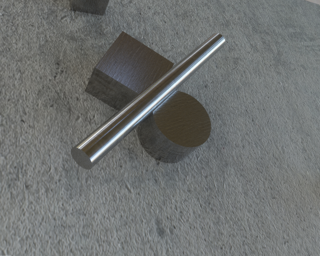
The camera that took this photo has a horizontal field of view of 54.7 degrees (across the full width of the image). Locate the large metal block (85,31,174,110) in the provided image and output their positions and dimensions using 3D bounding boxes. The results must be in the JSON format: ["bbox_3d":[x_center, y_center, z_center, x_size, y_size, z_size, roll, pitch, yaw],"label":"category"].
[{"bbox_3d":[-0.039,-0.067,0.408,0.080,0.050,0.080,31,52,-8],"label":"large metal block"}]

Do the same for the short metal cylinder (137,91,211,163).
[{"bbox_3d":[0.018,-0.001,0.398,0.081,0.050,0.080,14,56,-21],"label":"short metal cylinder"}]

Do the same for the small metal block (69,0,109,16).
[{"bbox_3d":[-0.102,-0.196,0.452,0.050,0.050,0.025,0,62,-29],"label":"small metal block"}]

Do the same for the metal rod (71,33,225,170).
[{"bbox_3d":[0.009,-0.053,0.377,0.025,0.025,0.302,43,49,1],"label":"metal rod"}]
